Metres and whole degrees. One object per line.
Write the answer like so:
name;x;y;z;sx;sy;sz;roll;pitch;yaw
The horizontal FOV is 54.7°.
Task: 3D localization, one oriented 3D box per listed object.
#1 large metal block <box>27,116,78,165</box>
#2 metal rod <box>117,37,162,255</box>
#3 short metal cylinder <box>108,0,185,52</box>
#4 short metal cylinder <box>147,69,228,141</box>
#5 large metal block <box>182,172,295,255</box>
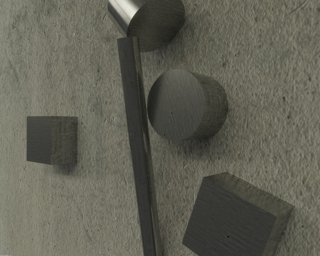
large metal block;-0.191;0.019;0.546;0.080;0.050;0.080;1;91;40
metal rod;-0.022;0.043;0.382;0.025;0.025;0.298;4;105;40
short metal cylinder;-0.017;-0.142;0.383;0.080;0.081;0.050;-49;61;29
short metal cylinder;0.032;-0.025;0.363;0.080;0.050;0.080;0;90;40
large metal block;0.079;0.102;0.323;0.080;0.050;0.079;25;106;37
